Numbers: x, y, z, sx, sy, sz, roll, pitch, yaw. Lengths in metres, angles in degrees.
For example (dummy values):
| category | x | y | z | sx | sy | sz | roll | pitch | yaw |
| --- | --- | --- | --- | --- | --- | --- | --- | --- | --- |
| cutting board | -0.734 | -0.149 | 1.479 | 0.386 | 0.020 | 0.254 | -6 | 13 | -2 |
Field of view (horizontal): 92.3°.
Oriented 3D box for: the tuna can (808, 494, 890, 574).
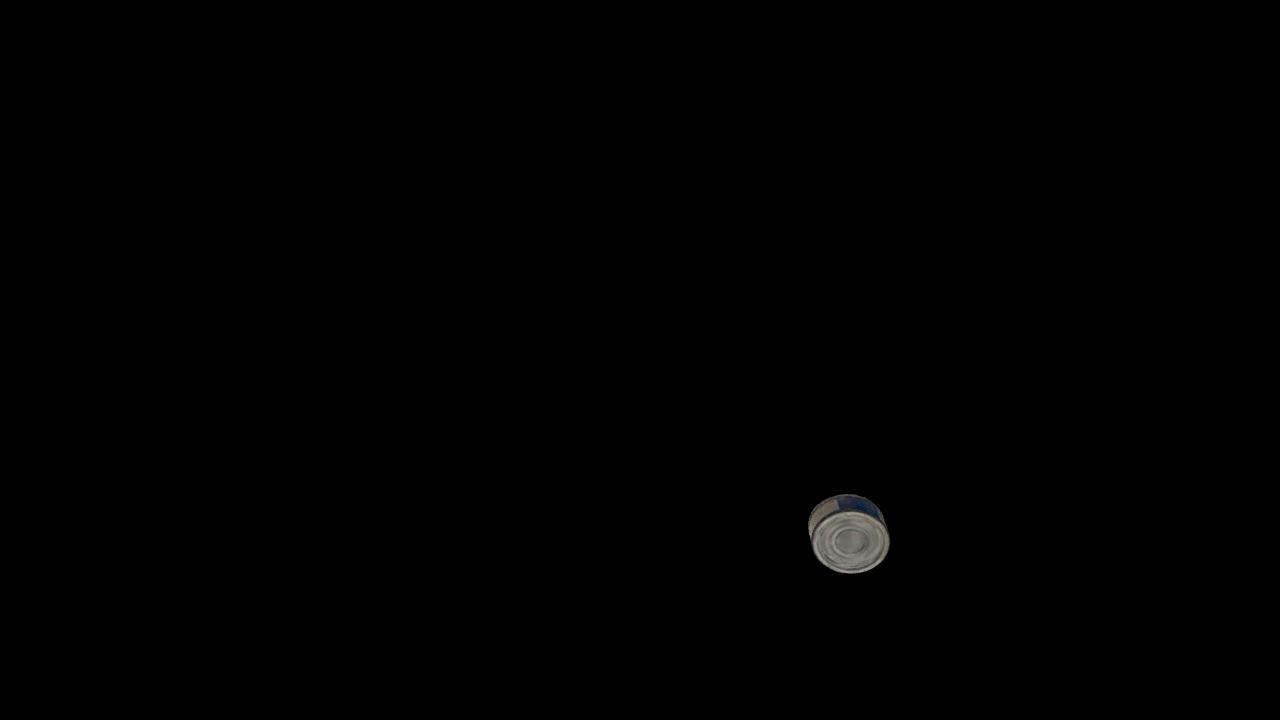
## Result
| category | x | y | z | sx | sy | sz | roll | pitch | yaw |
| --- | --- | --- | --- | --- | --- | --- | --- | --- | --- |
| tuna can | 0.231 | 0.193 | 0.680 | 0.084 | 0.084 | 0.034 | 0 | 19 | 9 |
